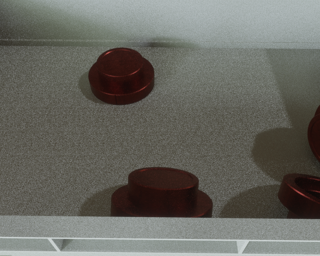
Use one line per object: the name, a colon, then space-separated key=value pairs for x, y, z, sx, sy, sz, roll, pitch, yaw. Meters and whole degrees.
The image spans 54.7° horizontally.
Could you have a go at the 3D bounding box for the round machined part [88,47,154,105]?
round machined part: x=-0.058 y=-0.084 z=0.464 sx=0.099 sy=0.042 sz=0.098 roll=0 pitch=50 yaw=0

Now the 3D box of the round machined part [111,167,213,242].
round machined part: x=0.002 y=0.067 z=0.303 sx=0.099 sy=0.042 sz=0.098 roll=4 pitch=9 yaw=0

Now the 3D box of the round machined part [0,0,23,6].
round machined part: x=-0.318 y=-0.286 z=0.635 sx=0.099 sy=0.042 sz=0.098 roll=0 pitch=50 yaw=0

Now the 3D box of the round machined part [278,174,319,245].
round machined part: x=0.165 y=0.084 z=0.304 sx=0.099 sy=0.042 sz=0.098 roll=13 pitch=12 yaw=-2

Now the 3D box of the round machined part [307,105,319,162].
round machined part: x=0.208 y=0.011 z=0.349 sx=0.042 sy=0.097 sz=0.098 roll=-15 pitch=52 yaw=-12
